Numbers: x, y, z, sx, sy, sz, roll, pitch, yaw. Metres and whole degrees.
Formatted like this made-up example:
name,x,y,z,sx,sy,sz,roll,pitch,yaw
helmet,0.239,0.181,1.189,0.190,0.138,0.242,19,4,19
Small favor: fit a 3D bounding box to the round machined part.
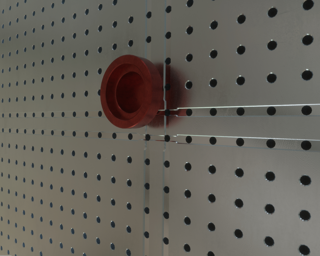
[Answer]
name,x,y,z,sx,sy,sz,roll,pitch,yaw
round machined part,-0.034,-0.048,0.424,0.098,0.042,0.097,0,90,39
